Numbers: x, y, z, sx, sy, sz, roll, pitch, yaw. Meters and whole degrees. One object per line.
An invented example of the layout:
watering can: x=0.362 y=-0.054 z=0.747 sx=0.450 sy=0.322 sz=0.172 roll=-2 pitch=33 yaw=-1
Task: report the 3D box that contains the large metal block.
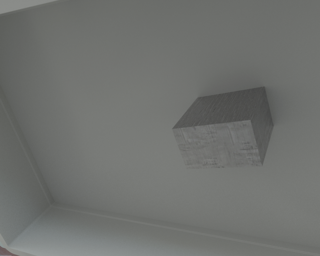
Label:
large metal block: x=0.071 y=0.000 z=0.336 sx=0.080 sy=0.080 sz=0.050 roll=-7 pitch=115 yaw=31
